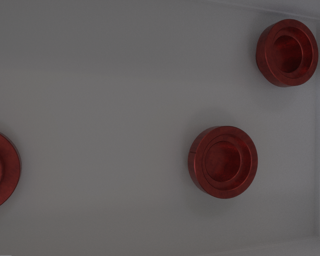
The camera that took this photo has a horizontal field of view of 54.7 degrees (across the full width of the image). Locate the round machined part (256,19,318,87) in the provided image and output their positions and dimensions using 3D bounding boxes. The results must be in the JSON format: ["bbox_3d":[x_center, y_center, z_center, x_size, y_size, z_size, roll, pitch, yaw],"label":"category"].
[{"bbox_3d":[0.186,-0.110,0.470,0.099,0.042,0.097,0,90,-20],"label":"round machined part"}]

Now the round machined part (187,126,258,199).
[{"bbox_3d":[0.083,0.046,0.432,0.099,0.042,0.097,0,90,-20],"label":"round machined part"}]

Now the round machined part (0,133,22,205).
[{"bbox_3d":[-0.202,0.046,0.327,0.099,0.042,0.097,0,90,-20],"label":"round machined part"}]
